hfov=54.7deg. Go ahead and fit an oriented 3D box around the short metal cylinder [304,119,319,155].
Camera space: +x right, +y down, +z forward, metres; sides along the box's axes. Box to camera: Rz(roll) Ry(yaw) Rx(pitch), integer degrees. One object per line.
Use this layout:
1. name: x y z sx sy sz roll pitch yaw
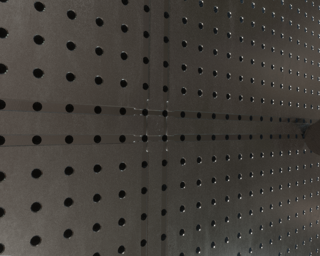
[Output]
1. short metal cylinder: 0.375 0.018 0.692 0.050 0.080 0.080 -25 106 -38
